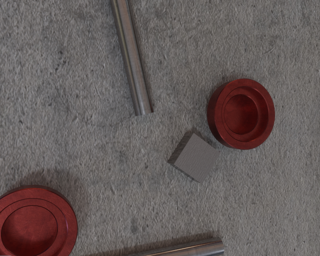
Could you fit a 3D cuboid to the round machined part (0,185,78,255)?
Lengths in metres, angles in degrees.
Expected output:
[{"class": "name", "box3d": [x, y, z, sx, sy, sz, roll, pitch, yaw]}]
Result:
[{"class": "round machined part", "box3d": [-0.145, 0.112, 0.347, 0.099, 0.042, 0.097, 0, 90, -20]}]

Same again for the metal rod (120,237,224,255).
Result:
[{"class": "metal rod", "box3d": [-0.057, 0.175, 0.388, 0.303, 0.025, 0.025, -3, 91, -20]}]

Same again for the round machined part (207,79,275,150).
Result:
[{"class": "round machined part", "box3d": [0.110, -0.019, 0.441, 0.099, 0.042, 0.097, 0, 90, -20]}]

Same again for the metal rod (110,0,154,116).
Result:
[{"class": "metal rod", "box3d": [-0.051, -0.163, 0.389, 0.025, 0.025, 0.298, -14, 95, -20]}]

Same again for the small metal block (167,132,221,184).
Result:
[{"class": "small metal block", "box3d": [0.047, 0.041, 0.427, 0.050, 0.025, 0.050, 36, 78, -17]}]
